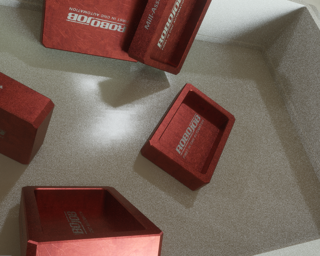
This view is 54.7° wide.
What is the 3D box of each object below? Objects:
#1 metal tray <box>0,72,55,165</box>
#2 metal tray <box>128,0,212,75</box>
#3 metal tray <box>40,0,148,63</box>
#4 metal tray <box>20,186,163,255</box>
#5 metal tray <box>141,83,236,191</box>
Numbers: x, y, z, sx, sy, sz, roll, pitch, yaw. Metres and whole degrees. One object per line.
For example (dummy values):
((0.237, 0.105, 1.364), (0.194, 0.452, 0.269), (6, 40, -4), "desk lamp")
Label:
((-0.171, -0.023, 0.286), (0.131, 0.090, 0.030), (29, 52, -10), "metal tray")
((0.017, -0.144, 0.423), (0.030, 0.129, 0.091), (32, 15, 31), "metal tray")
((-0.085, -0.142, 0.409), (0.131, 0.030, 0.089), (4, 105, -27), "metal tray")
((-0.066, 0.080, 0.258), (0.091, 0.130, 0.030), (6, 93, -26), "metal tray")
((0.043, 0.008, 0.422), (0.090, 0.030, 0.130), (36, 51, -5), "metal tray")
